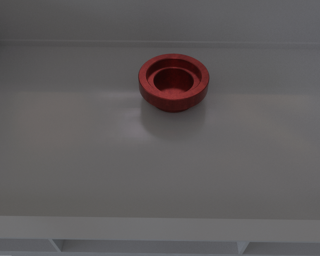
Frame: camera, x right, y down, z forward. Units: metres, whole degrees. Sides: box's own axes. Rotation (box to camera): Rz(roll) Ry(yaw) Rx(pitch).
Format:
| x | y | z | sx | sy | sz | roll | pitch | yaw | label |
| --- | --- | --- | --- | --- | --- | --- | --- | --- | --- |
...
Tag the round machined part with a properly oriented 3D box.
| x | y | z | sx | sy | sz | roll | pitch | yaw | label |
| --- | --- | --- | --- | --- | --- | --- | --- | --- | --- |
| 0.019 | -0.060 | 0.445 | 0.099 | 0.042 | 0.098 | 0 | 50 | 0 | round machined part |
